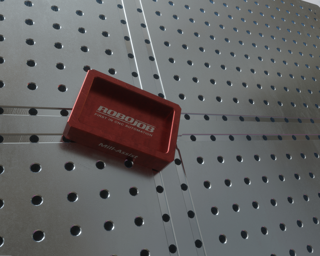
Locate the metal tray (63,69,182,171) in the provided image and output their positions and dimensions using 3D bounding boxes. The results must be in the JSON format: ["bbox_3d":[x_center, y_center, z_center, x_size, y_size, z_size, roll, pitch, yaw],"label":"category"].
[{"bbox_3d":[-0.042,-0.010,0.387,0.131,0.030,0.090,21,54,-15],"label":"metal tray"}]
